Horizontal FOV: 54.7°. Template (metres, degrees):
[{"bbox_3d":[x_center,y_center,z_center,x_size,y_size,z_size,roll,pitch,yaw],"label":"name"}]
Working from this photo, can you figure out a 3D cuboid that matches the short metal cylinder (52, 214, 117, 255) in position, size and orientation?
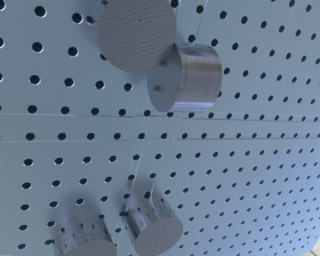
[{"bbox_3d":[-0.108,0.170,0.441,0.081,0.050,0.079,-14,124,-21],"label":"short metal cylinder"}]

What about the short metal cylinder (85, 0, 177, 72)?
[{"bbox_3d":[-0.030,-0.103,0.315,0.081,0.050,0.079,-14,124,-21],"label":"short metal cylinder"}]

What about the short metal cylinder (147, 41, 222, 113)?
[{"bbox_3d":[0.025,-0.057,0.354,0.050,0.080,0.079,-1,119,-28],"label":"short metal cylinder"}]

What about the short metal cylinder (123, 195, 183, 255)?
[{"bbox_3d":[-0.011,0.153,0.484,0.081,0.050,0.079,-14,124,-21],"label":"short metal cylinder"}]
